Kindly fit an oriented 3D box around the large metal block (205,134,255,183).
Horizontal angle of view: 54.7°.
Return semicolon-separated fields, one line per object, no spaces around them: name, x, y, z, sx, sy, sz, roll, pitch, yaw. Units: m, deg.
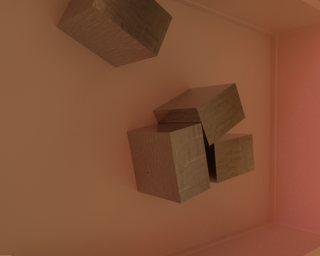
large metal block;0.072;0.038;0.431;0.081;0.080;0.050;-9;96;-40

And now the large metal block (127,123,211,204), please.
large metal block;0.010;0.038;0.379;0.050;0.080;0.079;-16;101;-39

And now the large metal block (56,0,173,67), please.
large metal block;-0.048;-0.113;0.330;0.080;0.080;0.050;31;71;-36

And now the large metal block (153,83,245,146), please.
large metal block;0.052;-0.019;0.414;0.081;0.080;0.050;-33;111;-35
